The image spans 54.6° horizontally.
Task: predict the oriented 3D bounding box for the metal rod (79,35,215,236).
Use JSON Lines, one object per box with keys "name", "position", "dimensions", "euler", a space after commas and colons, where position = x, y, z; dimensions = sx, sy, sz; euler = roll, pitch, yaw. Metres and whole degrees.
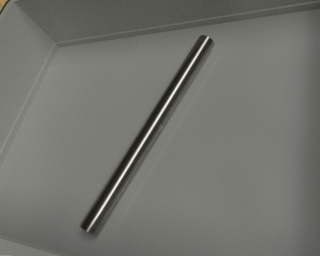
{"name": "metal rod", "position": [-0.010, -0.001, 0.409], "dimensions": [0.025, 0.025, 0.300], "euler": [22, 73, 36]}
